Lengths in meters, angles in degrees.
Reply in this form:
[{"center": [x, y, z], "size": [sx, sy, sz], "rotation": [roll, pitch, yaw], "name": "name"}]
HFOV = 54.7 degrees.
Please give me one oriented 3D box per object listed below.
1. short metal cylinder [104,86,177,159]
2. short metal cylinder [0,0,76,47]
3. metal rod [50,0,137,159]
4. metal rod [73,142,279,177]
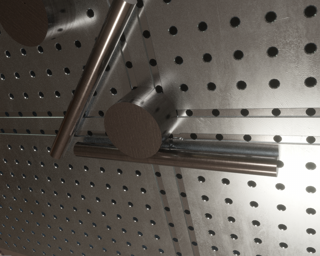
[{"center": [-0.024, -0.007, 0.402], "size": [0.080, 0.050, 0.079], "rotation": [13, 124, 20], "name": "short metal cylinder"}, {"center": [-0.154, -0.147, 0.383], "size": [0.080, 0.050, 0.079], "rotation": [13, 124, 20], "name": "short metal cylinder"}, {"center": [-0.106, -0.050, 0.433], "size": [0.025, 0.025, 0.298], "rotation": [38, 129, 2], "name": "metal rod"}, {"center": [0.004, 0.040, 0.432], "size": [0.301, 0.025, 0.025], "rotation": [3, 120, 26], "name": "metal rod"}]
